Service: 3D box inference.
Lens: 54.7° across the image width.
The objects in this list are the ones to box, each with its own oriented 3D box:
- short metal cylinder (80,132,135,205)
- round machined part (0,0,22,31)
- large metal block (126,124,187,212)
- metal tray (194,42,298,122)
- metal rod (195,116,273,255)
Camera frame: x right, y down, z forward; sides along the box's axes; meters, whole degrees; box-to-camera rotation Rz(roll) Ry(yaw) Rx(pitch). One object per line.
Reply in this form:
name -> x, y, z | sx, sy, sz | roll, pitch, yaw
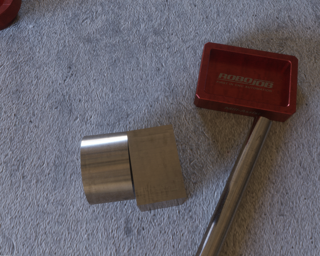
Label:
short metal cylinder -> -0.058, 0.046, 0.361 | 0.050, 0.080, 0.080 | -7, 70, -3
round machined part -> -0.257, -0.184, 0.463 | 0.099, 0.042, 0.098 | 0, 70, -1
large metal block -> -0.005, 0.050, 0.361 | 0.050, 0.080, 0.080 | -9, 71, -4
metal tray -> 0.119, -0.064, 0.430 | 0.131, 0.030, 0.090 | 10, 70, 3
metal rod -> 0.070, 0.117, 0.366 | 0.025, 0.025, 0.300 | 25, 72, 8
